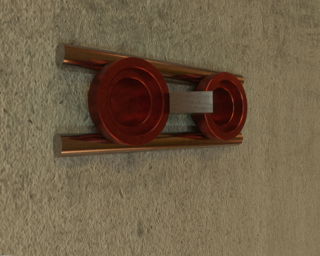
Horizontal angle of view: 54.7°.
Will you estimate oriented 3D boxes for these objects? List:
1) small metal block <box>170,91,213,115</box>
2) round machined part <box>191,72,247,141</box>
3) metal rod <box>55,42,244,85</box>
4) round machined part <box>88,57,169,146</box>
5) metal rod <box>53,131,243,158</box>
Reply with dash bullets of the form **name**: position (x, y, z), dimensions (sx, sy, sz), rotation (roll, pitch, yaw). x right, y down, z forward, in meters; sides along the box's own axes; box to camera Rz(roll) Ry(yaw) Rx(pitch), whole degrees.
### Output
- **small metal block**: position (0.038, -0.030, 0.387), dimensions (0.050, 0.050, 0.025), rotation (0, 90, 3)
- **round machined part**: position (0.083, -0.031, 0.457), dimensions (0.099, 0.042, 0.097), rotation (0, 90, -40)
- **metal rod**: position (0.013, -0.076, 0.416), dimensions (0.302, 0.025, 0.025), rotation (0, 90, -40)
- **round machined part**: position (-0.038, -0.029, 0.357), dimensions (0.099, 0.042, 0.097), rotation (0, 90, -40)
- **metal rod**: position (0.011, 0.017, 0.414), dimensions (0.302, 0.025, 0.025), rotation (0, 90, -40)
